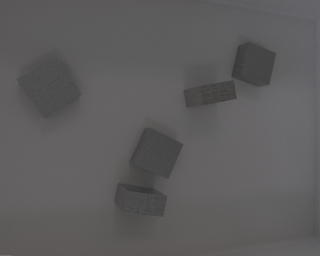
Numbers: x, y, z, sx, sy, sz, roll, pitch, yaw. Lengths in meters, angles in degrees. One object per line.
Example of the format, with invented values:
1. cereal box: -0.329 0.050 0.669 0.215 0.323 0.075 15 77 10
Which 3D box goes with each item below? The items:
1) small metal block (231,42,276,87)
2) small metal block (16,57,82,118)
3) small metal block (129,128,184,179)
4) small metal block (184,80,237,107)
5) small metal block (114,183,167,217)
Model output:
1. small metal block: 0.140 -0.094 0.462 0.050 0.025 0.050 16 85 -20
2. small metal block: -0.129 -0.046 0.363 0.050 0.025 0.050 -35 102 -17
3. small metal block: -0.005 0.033 0.409 0.050 0.025 0.050 27 81 -18
4. small metal block: 0.067 -0.046 0.422 0.050 0.050 0.025 -12 94 -20
5. small metal block: -0.025 0.089 0.388 0.050 0.050 0.025 12 86 -20
